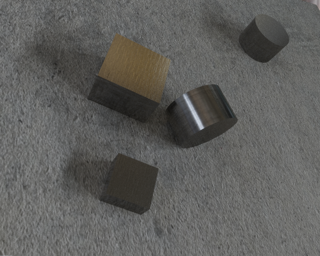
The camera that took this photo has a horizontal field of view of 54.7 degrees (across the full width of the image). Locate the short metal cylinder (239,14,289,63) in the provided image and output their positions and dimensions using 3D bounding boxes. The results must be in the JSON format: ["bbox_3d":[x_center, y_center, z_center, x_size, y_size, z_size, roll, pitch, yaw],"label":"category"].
[{"bbox_3d":[0.203,-0.176,0.608,0.081,0.050,0.080,14,56,-21],"label":"short metal cylinder"}]

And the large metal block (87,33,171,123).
[{"bbox_3d":[-0.039,-0.065,0.408,0.080,0.050,0.080,24,53,-14],"label":"large metal block"}]

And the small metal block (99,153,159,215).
[{"bbox_3d":[-0.034,0.063,0.348,0.050,0.025,0.050,24,53,-14],"label":"small metal block"}]

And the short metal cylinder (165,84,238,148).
[{"bbox_3d":[0.054,-0.014,0.408,0.081,0.080,0.050,-13,69,-34],"label":"short metal cylinder"}]
